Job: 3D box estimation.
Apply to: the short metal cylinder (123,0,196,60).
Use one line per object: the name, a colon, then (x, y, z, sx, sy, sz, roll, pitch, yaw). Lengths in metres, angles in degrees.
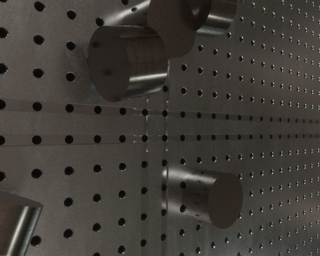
short metal cylinder: (0.000, -0.126, 0.395, 0.081, 0.050, 0.079, 0, 90, -40)

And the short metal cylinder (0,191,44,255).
short metal cylinder: (-0.145, 0.079, 0.253, 0.080, 0.080, 0.050, 26, 74, -37)

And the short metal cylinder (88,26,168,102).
short metal cylinder: (-0.037, -0.072, 0.344, 0.050, 0.080, 0.079, -16, 101, -39)

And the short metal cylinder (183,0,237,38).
short metal cylinder: (0.057, -0.167, 0.423, 0.050, 0.080, 0.079, -8, 95, -40)

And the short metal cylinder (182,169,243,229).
short metal cylinder: (0.079, 0.104, 0.462, 0.081, 0.050, 0.079, 0, 91, -40)
